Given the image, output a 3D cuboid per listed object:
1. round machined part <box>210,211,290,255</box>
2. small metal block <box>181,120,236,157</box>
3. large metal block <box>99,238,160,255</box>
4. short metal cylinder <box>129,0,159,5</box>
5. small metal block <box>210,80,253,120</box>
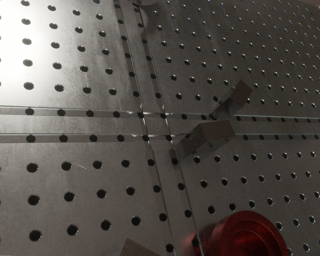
[{"bbox_3d":[0.099,0.150,0.361,0.099,0.042,0.098,14,56,-21],"label":"round machined part"},{"bbox_3d":[0.065,0.014,0.421,0.050,0.050,0.025,-7,66,-32],"label":"small metal block"},{"bbox_3d":[-0.018,0.147,0.274,0.080,0.080,0.050,32,52,-8],"label":"large metal block"},{"bbox_3d":[-0.027,-0.255,0.515,0.080,0.080,0.050,21,54,-16],"label":"short metal cylinder"},{"bbox_3d":[0.110,-0.040,0.478,0.025,0.050,0.050,40,51,-1],"label":"small metal block"}]
